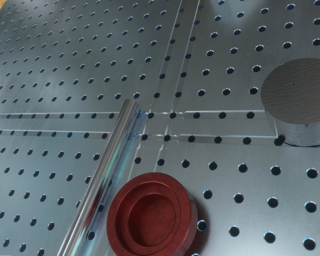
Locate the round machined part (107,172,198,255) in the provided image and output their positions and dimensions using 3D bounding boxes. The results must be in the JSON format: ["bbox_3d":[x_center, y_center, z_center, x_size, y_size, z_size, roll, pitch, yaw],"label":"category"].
[{"bbox_3d":[-0.005,0.102,0.338,0.098,0.042,0.098,-13,56,21],"label":"round machined part"}]

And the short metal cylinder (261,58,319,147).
[{"bbox_3d":[0.153,-0.027,0.328,0.080,0.050,0.080,-13,56,21],"label":"short metal cylinder"}]

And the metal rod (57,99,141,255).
[{"bbox_3d":[-0.089,0.096,0.396,0.025,0.025,0.300,7,65,31],"label":"metal rod"}]
